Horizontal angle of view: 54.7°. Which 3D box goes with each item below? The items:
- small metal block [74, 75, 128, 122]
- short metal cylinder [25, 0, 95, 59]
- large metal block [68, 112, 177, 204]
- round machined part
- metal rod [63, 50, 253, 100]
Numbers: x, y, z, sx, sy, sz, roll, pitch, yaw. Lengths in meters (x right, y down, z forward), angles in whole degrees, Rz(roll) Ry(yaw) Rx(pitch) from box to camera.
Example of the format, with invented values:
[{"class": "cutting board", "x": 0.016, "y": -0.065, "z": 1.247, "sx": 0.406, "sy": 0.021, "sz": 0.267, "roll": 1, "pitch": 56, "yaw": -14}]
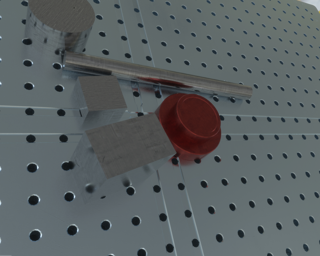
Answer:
[{"class": "small metal block", "x": -0.076, "y": -0.038, "z": 0.392, "sx": 0.050, "sy": 0.025, "sz": 0.050, "roll": -8, "pitch": 66, "yaw": -32}, {"class": "short metal cylinder", "x": -0.132, "y": -0.138, "z": 0.406, "sx": 0.081, "sy": 0.050, "sz": 0.080, "roll": 14, "pitch": 56, "yaw": -21}, {"class": "large metal block", "x": -0.043, "y": 0.033, "z": 0.331, "sx": 0.081, "sy": 0.080, "sz": 0.050, "roll": -17, "pitch": 71, "yaw": -35}, {"class": "round machined part", "x": 0.044, "y": -0.008, "z": 0.428, "sx": 0.099, "sy": 0.042, "sz": 0.098, "roll": 14, "pitch": 56, "yaw": -21}, {"class": "metal rod", "x": 0.013, "y": -0.073, "z": 0.461, "sx": 0.302, "sy": 0.025, "sz": 0.025, "roll": 6, "pitch": 59, "yaw": -26}]
